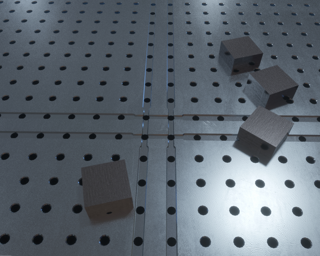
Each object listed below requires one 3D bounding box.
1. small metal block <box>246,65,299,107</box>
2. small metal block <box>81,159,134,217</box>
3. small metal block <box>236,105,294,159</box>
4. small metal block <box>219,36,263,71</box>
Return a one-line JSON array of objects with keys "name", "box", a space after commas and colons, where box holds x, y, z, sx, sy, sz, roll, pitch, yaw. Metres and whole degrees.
[{"name": "small metal block", "box": [0.166, -0.063, 0.462, 0.050, 0.025, 0.050, -18, 52, -15]}, {"name": "small metal block", "box": [-0.060, 0.067, 0.351, 0.050, 0.025, 0.050, -10, 51, -9]}, {"name": "small metal block", "box": [0.137, 0.004, 0.405, 0.050, 0.025, 0.050, 33, 57, 24]}, {"name": "small metal block", "box": [0.133, -0.124, 0.512, 0.050, 0.025, 0.050, -13, 51, -11]}]
